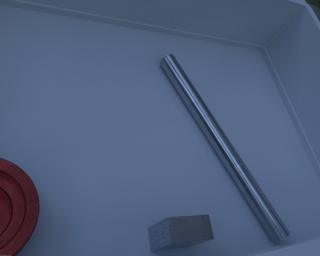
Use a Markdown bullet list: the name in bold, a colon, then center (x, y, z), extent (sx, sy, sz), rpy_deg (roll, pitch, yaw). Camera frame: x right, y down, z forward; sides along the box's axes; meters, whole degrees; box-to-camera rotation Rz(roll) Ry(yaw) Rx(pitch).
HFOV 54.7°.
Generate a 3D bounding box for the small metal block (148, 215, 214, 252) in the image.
- **small metal block**: center (0.021, 0.113, 0.333), extent (0.050, 0.050, 0.025), rpy_deg (5, 60, -26)

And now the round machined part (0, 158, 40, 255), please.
- **round machined part**: center (-0.158, 0.076, 0.264), extent (0.099, 0.042, 0.098), rpy_deg (14, 56, -21)

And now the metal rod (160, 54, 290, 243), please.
- **metal rod**: center (0.085, 0.019, 0.441), extent (0.025, 0.025, 0.299), rpy_deg (-21, 73, -36)
